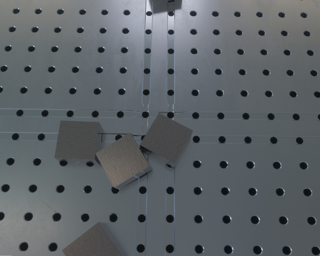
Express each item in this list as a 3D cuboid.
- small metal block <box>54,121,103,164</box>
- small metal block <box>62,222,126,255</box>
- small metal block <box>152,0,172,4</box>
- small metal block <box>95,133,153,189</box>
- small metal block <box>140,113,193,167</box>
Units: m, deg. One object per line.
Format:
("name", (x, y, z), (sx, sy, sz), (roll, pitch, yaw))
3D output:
("small metal block", (-0.105, 0.019, 0.404), (0.050, 0.025, 0.050), (2, 70, 1))
("small metal block", (-0.075, 0.145, 0.358), (0.050, 0.025, 0.050), (-36, 74, -12))
("small metal block", (0.006, -0.232, 0.497), (0.050, 0.025, 0.050), (-12, 71, -5))
("small metal block", (-0.045, 0.042, 0.393), (0.050, 0.025, 0.050), (-32, 73, -3))
("small metal block", (0.008, 0.016, 0.406), (0.050, 0.025, 0.050), (28, 72, 9))
